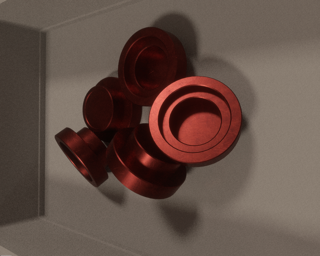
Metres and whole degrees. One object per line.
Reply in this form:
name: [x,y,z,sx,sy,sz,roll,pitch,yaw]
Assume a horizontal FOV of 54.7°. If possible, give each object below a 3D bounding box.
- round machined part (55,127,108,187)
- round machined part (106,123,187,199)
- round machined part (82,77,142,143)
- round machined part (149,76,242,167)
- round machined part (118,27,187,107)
round machined part: [-0.108,0.037,0.461,0.098,0.042,0.098,40,155,23]
round machined part: [-0.010,0.032,0.365,0.098,0.099,0.042,50,122,28]
round machined part: [-0.077,-0.027,0.457,0.098,0.042,0.097,0,90,39]
round machined part: [0.040,-0.005,0.343,0.098,0.042,0.098,-4,71,13]
round machined part: [-0.005,-0.076,0.398,0.098,0.042,0.097,0,90,39]
